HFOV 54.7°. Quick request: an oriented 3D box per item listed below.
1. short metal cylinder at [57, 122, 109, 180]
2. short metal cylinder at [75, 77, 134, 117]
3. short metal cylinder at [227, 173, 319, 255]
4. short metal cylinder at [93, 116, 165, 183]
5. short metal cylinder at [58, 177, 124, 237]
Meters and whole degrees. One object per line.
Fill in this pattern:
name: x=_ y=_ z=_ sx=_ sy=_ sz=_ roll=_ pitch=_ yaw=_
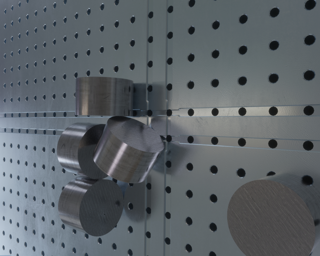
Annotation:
short metal cylinder: x=-0.103 y=0.032 z=0.459 sx=0.050 sy=0.081 sz=0.079 roll=5 pitch=93 yaw=40
short metal cylinder: x=-0.078 y=-0.042 z=0.438 sx=0.080 sy=0.081 sz=0.050 roll=3 pitch=92 yaw=40
short metal cylinder: x=0.113 y=0.087 z=0.300 sx=0.080 sy=0.050 sz=0.079 roll=0 pitch=90 yaw=40
short metal cylinder: x=-0.041 y=0.027 z=0.408 sx=0.080 sy=0.081 sz=0.050 roll=43 pitch=116 yaw=31
short metal cylinder: x=-0.100 y=0.113 z=0.457 sx=0.050 sy=0.081 sz=0.079 roll=0 pitch=90 yaw=40
